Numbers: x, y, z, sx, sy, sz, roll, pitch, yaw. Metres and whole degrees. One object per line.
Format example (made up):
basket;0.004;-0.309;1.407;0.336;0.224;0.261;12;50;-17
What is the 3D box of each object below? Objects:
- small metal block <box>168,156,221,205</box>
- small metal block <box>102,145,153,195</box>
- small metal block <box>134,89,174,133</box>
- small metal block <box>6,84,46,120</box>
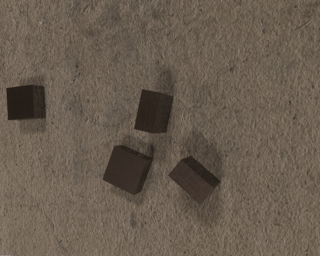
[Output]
small metal block;0.044;0.062;0.380;0.050;0.050;0.025;41;103;15
small metal block;-0.044;0.056;0.423;0.050;0.025;0.050;22;97;18
small metal block;-0.007;-0.020;0.397;0.025;0.050;0.050;13;94;19
small metal block;-0.208;-0.038;0.480;0.050;0.025;0.050;-4;89;19
